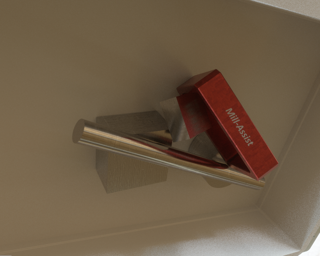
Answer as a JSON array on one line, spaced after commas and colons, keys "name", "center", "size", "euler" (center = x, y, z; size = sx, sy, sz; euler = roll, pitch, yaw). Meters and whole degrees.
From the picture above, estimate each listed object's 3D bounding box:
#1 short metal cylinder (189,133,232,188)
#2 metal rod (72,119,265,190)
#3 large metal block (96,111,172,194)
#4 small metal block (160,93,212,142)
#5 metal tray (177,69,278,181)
[{"name": "short metal cylinder", "center": [0.090, 0.043, 0.469], "size": [0.081, 0.050, 0.079], "euler": [-14, 125, -21]}, {"name": "metal rod", "center": [0.036, 0.043, 0.389], "size": [0.302, 0.025, 0.025], "euler": [19, 108, -36]}, {"name": "large metal block", "center": [-0.034, 0.028, 0.391], "size": [0.081, 0.050, 0.079], "euler": [-8, 122, -25]}, {"name": "small metal block", "center": [0.032, -0.015, 0.373], "size": [0.050, 0.025, 0.050], "euler": [-23, 96, -48]}, {"name": "metal tray", "center": [0.077, -0.005, 0.374], "size": [0.030, 0.090, 0.130], "euler": [-36, 100, -6]}]
